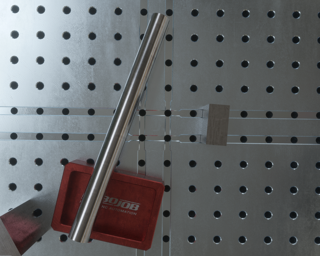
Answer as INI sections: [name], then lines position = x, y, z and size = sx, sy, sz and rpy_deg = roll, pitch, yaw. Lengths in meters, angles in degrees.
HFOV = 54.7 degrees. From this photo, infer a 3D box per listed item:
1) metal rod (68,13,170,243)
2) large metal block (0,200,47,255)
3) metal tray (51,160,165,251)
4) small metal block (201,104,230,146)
[metal rod]
position = -0.048, -0.007, 0.391
size = 0.025, 0.025, 0.299
rpy_deg = 20, 81, -1
[large metal block]
position = -0.202, 0.139, 0.383
size = 0.080, 0.080, 0.050
rpy_deg = -28, 90, 0
[metal tray]
position = -0.067, 0.100, 0.410
size = 0.131, 0.030, 0.089
rpy_deg = 13, 90, -1
[small metal block]
position = 0.070, -0.004, 0.402
size = 0.025, 0.050, 0.050
rpy_deg = 5, 90, 0
